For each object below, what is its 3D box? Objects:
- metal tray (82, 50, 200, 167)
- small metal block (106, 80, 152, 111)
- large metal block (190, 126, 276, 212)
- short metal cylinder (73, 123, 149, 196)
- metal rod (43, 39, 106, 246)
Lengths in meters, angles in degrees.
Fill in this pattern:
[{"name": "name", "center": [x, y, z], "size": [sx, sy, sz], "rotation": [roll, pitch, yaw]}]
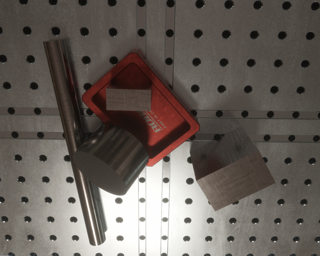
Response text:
[{"name": "metal tray", "center": [-0.023, -0.023, 0.401], "size": [0.090, 0.030, 0.130], "rotation": [-39, 106, 12]}, {"name": "small metal block", "center": [-0.035, -0.040, 0.371], "size": [0.050, 0.050, 0.025], "rotation": [2, 110, -1]}, {"name": "large metal block", "center": [0.090, 0.050, 0.404], "size": [0.080, 0.080, 0.050], "rotation": [-28, 108, 9]}, {"name": "short metal cylinder", "center": [-0.062, 0.040, 0.393], "size": [0.080, 0.050, 0.080], "rotation": [23, 144, 19]}, {"name": "metal rod", "center": [-0.112, 0.033, 0.424], "size": [0.025, 0.025, 0.298], "rotation": [-6, 110, 2]}]
